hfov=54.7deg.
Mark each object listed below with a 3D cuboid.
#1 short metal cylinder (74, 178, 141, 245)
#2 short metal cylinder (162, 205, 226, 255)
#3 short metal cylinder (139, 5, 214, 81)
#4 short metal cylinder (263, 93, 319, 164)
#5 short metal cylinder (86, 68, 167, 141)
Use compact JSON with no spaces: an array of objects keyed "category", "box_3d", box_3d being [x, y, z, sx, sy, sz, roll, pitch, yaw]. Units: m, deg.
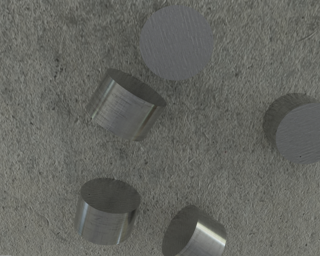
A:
[{"category":"short metal cylinder","box_3d":[-0.071,0.111,0.421,0.080,0.080,0.050,14,110,-5]},{"category":"short metal cylinder","box_3d":[0.047,0.157,0.439,0.050,0.080,0.080,36,106,-12]},{"category":"short metal cylinder","box_3d":[0.018,-0.100,0.360,0.081,0.050,0.079,0,110,0]},{"category":"short metal cylinder","box_3d":[0.180,0.000,0.398,0.081,0.050,0.079,0,110,0]},{"category":"short metal cylinder","box_3d":[-0.039,-0.028,0.370,0.080,0.080,0.050,30,107,-11]}]
